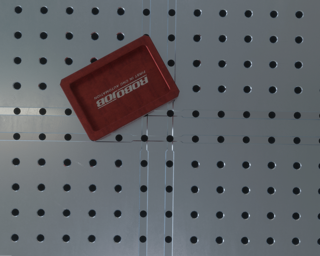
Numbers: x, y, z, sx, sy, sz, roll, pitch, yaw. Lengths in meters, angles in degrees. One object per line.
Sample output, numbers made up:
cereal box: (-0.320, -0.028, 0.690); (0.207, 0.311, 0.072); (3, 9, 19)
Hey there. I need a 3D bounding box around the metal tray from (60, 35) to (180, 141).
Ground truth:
metal tray: (-0.051, -0.051, 0.410); (0.130, 0.030, 0.090); (-28, 90, 0)
